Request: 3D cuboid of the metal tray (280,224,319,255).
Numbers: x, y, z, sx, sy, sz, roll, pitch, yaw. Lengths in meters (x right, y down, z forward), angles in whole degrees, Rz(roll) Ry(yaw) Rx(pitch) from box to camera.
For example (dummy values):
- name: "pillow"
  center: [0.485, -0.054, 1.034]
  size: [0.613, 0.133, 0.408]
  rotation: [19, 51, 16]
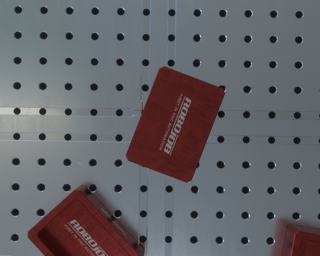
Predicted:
- name: "metal tray"
  center: [0.230, 0.187, 0.412]
  size: [0.131, 0.030, 0.090]
  rotation: [10, 90, 0]

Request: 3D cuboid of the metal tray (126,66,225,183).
- name: "metal tray"
  center: [0.020, -0.005, 0.411]
  size: [0.090, 0.030, 0.129]
  rotation: [21, 90, 0]

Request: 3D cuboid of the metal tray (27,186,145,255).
- name: "metal tray"
  center: [-0.095, 0.154, 0.410]
  size: [0.090, 0.030, 0.130]
  rotation: [-42, 90, 0]
